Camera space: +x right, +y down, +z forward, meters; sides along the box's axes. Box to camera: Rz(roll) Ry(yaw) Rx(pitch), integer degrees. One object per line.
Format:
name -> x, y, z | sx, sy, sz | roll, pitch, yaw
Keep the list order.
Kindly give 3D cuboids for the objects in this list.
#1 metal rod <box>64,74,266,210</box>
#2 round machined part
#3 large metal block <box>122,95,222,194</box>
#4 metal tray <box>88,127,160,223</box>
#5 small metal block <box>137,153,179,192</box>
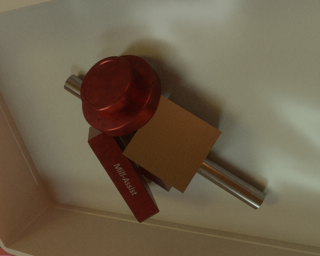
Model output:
metal rod -> 0.002, 0.015, 0.414 | 0.301, 0.025, 0.025 | 32, 128, 7
round machined part -> -0.052, -0.043, 0.356 | 0.098, 0.098, 0.042 | -2, 158, 28
large metal block -> 0.015, 0.020, 0.368 | 0.080, 0.050, 0.080 | 32, 86, 7
metal tray -> -0.051, 0.055, 0.426 | 0.030, 0.090, 0.130 | -30, 106, -4
small metal block -> 0.005, 0.049, 0.417 | 0.050, 0.050, 0.025 | 33, 129, 6
